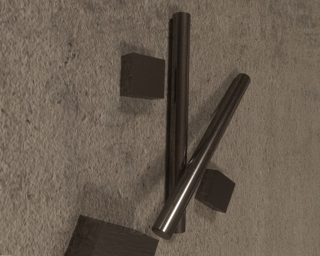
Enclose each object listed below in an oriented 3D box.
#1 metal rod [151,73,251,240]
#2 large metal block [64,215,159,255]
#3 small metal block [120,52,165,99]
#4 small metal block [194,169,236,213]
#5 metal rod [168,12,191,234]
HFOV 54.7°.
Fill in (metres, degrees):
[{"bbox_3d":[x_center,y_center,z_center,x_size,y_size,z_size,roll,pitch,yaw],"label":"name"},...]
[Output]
[{"bbox_3d":[0.071,0.020,0.443,0.025,0.025,0.301,54,51,-27],"label":"metal rod"},{"bbox_3d":[-0.058,0.150,0.342,0.080,0.050,0.080,30,71,-36],"label":"large metal block"},{"bbox_3d":[-0.021,-0.063,0.389,0.050,0.025,0.050,3,88,-40],"label":"small metal block"},{"bbox_3d":[0.086,0.097,0.480,0.050,0.025,0.050,38,67,-34],"label":"small metal block"},{"bbox_3d":[0.026,-0.008,0.428,0.025,0.025,0.298,2,89,-40],"label":"metal rod"}]
